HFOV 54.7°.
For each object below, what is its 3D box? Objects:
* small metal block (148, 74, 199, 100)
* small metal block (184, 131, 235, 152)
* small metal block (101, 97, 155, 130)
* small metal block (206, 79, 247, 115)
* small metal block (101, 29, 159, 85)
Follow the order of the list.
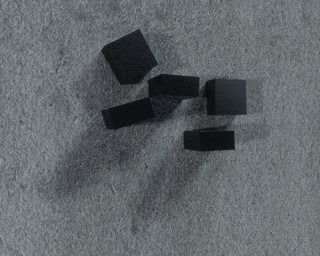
[{"bbox_3d":[0.017,-0.052,0.402,0.050,0.050,0.025,1,90,-20],"label":"small metal block"},{"bbox_3d":[0.066,0.016,0.420,0.050,0.050,0.025,-1,91,-20],"label":"small metal block"},{"bbox_3d":[-0.041,-0.017,0.381,0.050,0.050,0.025,-18,97,-19],"label":"small metal block"},{"bbox_3d":[0.095,-0.043,0.444,0.050,0.025,0.050,-1,91,-20],"label":"small metal block"},{"bbox_3d":[-0.038,-0.090,0.395,0.050,0.025,0.050,-32,101,-17],"label":"small metal block"}]
